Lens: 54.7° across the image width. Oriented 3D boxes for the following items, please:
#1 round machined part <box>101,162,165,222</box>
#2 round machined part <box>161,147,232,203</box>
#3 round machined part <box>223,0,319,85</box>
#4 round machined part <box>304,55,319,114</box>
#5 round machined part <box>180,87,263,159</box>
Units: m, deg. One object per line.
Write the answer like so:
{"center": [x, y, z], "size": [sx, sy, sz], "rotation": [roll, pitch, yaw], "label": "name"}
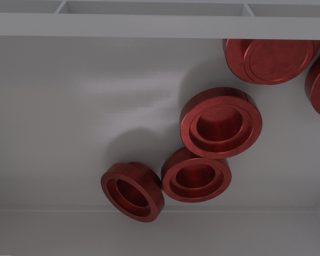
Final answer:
{"center": [-0.035, 0.089, 0.455], "size": [0.098, 0.042, 0.097], "rotation": [21, 135, 23], "label": "round machined part"}
{"center": [0.050, 0.062, 0.449], "size": [0.099, 0.042, 0.097], "rotation": [-3, 131, -3], "label": "round machined part"}
{"center": [0.118, -0.084, 0.323], "size": [0.099, 0.042, 0.097], "rotation": [0, 134, 0], "label": "round machined part"}
{"center": [0.214, -0.059, 0.349], "size": [0.099, 0.042, 0.097], "rotation": [0, 130, 0], "label": "round machined part"}
{"center": [0.073, -0.010, 0.388], "size": [0.099, 0.042, 0.097], "rotation": [-1, 129, -1], "label": "round machined part"}
